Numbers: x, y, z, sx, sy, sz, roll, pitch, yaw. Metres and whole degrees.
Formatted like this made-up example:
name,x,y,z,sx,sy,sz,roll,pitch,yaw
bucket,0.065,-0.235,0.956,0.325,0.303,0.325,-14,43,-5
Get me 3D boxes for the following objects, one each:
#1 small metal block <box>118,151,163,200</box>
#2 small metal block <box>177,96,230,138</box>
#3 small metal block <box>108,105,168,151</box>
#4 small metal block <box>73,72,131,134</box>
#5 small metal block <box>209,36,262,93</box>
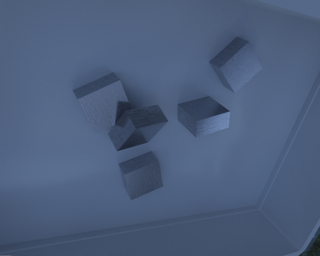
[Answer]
name,x,y,z,sx,sy,sz,roll,pitch,yaw
small metal block,-0.026,0.067,0.437,0.050,0.025,0.050,-21,127,-17
small metal block,0.058,-0.016,0.416,0.050,0.050,0.025,-16,125,-20
small metal block,-0.027,0.000,0.373,0.050,0.025,0.050,-14,156,-43
small metal block,-0.064,-0.028,0.357,0.050,0.025,0.050,-27,128,-12
small metal block,0.102,-0.084,0.414,0.050,0.025,0.050,-43,130,1
